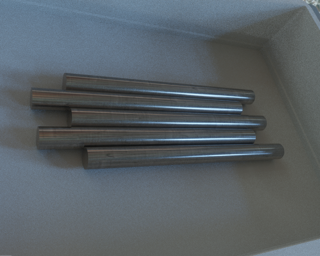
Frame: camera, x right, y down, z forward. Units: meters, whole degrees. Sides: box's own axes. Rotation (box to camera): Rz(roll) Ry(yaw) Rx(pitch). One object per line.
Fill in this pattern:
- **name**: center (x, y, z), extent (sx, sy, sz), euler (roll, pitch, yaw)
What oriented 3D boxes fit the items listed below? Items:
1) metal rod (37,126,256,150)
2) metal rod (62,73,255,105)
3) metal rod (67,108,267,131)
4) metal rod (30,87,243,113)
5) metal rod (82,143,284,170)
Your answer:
- **metal rod**: center (0.004, 0.012, 0.400), extent (0.303, 0.025, 0.025), euler (1, 62, -28)
- **metal rod**: center (0.017, -0.053, 0.447), extent (0.303, 0.025, 0.025), euler (1, 62, -28)
- **metal rod**: center (0.029, -0.009, 0.427), extent (0.303, 0.025, 0.025), euler (1, 62, -28)
- **metal rod**: center (-0.011, -0.032, 0.419), extent (0.303, 0.025, 0.025), euler (1, 62, -28)
- **metal rod**: center (0.051, 0.035, 0.412), extent (0.303, 0.025, 0.025), euler (1, 62, -28)
